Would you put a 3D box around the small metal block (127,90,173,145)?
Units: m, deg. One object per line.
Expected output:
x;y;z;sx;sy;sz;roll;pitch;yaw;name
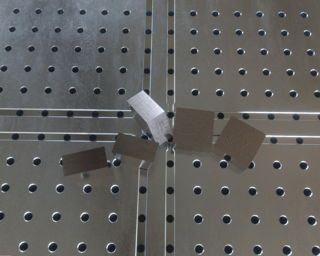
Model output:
-0.012;-0.012;0.395;0.025;0.050;0.050;-35;51;-11;small metal block

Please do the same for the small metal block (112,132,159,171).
-0.029;0.031;0.387;0.050;0.050;0.025;14;71;5;small metal block

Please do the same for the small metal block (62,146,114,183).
-0.087;0.047;0.381;0.050;0.050;0.025;-12;71;-4;small metal block

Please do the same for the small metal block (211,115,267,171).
0.102;0.020;0.405;0.050;0.025;0.050;31;73;10;small metal block

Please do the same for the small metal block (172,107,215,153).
0.044;0.003;0.411;0.050;0.025;0.050;7;70;2;small metal block
